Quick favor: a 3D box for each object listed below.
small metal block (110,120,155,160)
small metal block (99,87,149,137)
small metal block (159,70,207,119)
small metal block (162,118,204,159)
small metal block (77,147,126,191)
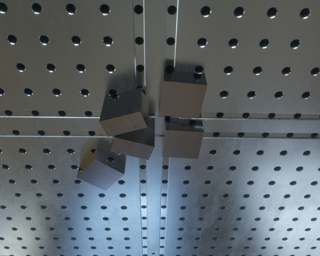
[{"bbox_3d":[-0.035,0.010,0.403,0.050,0.050,0.025,14,129,-12],"label":"small metal block"},{"bbox_3d":[-0.042,-0.020,0.378,0.050,0.050,0.025,-14,129,11],"label":"small metal block"},{"bbox_3d":[0.026,-0.040,0.378,0.050,0.025,0.050,5,130,-5],"label":"small metal block"},{"bbox_3d":[0.030,0.015,0.425,0.050,0.025,0.050,4,130,-4],"label":"small metal block"},{"bbox_3d":[-0.087,0.062,0.464,0.050,0.025,0.050,32,123,-25],"label":"small metal block"}]
